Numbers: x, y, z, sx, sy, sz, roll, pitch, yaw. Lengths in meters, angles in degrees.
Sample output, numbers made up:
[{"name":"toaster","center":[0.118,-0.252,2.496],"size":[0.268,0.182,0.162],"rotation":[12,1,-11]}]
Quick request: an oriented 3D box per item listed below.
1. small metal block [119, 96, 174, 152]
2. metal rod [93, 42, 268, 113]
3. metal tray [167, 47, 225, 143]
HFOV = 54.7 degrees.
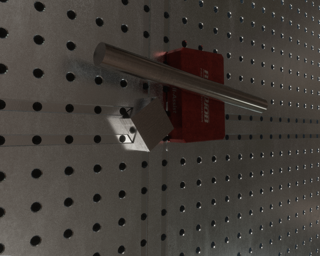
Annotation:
[{"name":"small metal block","center":[-0.016,-0.005,0.398],"size":[0.050,0.025,0.050],"rotation":[-43,116,-32]},{"name":"metal rod","center":[0.052,-0.056,0.415],"size":[0.302,0.025,0.025],"rotation":[10,84,-40]},{"name":"metal tray","center":[0.054,-0.046,0.454],"size":[0.091,0.030,0.129],"rotation":[-3,92,-40]}]
